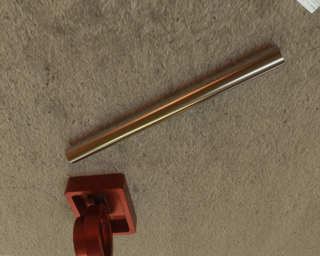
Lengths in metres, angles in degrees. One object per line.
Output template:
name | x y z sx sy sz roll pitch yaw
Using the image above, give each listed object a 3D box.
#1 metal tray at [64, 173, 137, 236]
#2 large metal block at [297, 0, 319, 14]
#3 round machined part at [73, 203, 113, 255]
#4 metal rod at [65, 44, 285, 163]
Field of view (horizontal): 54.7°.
metal tray | -0.093 0.132 0.514 0.091 0.030 0.129 -5 130 4
large metal block | 0.124 -0.159 0.257 0.080 0.050 0.080 28 125 -22
round machined part | -0.105 0.170 0.484 0.042 0.098 0.097 -9 130 0
metal rod | 0.003 -0.021 0.389 0.300 0.025 0.025 -25 126 19
